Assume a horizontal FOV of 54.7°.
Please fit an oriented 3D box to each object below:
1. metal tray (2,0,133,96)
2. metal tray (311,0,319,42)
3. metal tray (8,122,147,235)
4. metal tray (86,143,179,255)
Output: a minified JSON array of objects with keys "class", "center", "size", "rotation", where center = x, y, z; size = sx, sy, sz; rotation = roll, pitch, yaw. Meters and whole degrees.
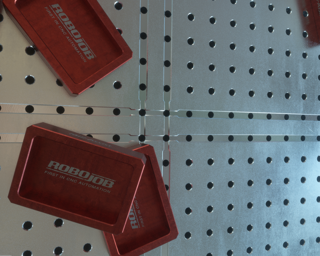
[{"class":"metal tray","center":[-0.106,-0.114,0.370],"size":[0.090,0.030,0.130],"rotation":[-39,103,-16]},{"class":"metal tray","center":[0.303,-0.216,0.524],"size":[0.091,0.030,0.129],"rotation":[-17,96,-20]},{"class":"metal tray","center":[-0.090,0.055,0.346],"size":[0.131,0.030,0.089],"rotation":[18,96,-1]},{"class":"metal tray","center":[-0.037,0.094,0.397],"size":[0.091,0.030,0.129],"rotation":[-18,96,-19]}]
